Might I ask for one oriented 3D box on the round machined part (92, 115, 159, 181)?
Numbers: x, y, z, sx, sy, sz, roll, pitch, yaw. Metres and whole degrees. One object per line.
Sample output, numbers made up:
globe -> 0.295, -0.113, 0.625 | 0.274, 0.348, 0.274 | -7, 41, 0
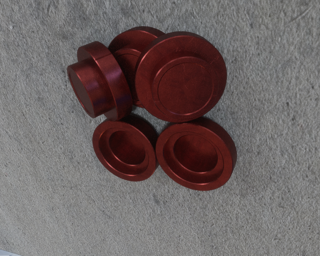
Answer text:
round machined part -> -0.041, 0.023, 0.431 | 0.098, 0.042, 0.097 | 13, 124, 20

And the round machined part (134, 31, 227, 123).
round machined part -> 0.023, -0.048, 0.326 | 0.099, 0.042, 0.097 | -4, 120, -6

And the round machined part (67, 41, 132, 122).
round machined part -> -0.077, -0.051, 0.374 | 0.098, 0.042, 0.097 | 47, 154, 32

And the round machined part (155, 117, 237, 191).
round machined part -> 0.047, 0.027, 0.388 | 0.098, 0.042, 0.097 | 13, 124, 20

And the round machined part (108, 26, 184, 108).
round machined part -> -0.024, -0.066, 0.367 | 0.098, 0.042, 0.097 | 13, 124, 20
